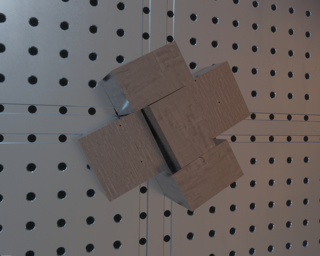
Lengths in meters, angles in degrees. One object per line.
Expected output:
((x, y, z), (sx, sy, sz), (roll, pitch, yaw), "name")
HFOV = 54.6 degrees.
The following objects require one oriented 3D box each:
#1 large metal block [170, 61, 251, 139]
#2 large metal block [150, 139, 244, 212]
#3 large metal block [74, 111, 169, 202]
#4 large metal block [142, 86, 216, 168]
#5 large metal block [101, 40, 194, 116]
((0.063, -0.034, 0.421), (0.080, 0.050, 0.080), (-30, 102, -17), "large metal block")
((0.044, 0.055, 0.399), (0.080, 0.080, 0.050), (-30, 100, -18), "large metal block")
((-0.049, 0.031, 0.382), (0.080, 0.050, 0.080), (-28, 99, -18), "large metal block")
((0.013, -0.001, 0.388), (0.050, 0.080, 0.080), (-30, 100, -17), "large metal block")
((-0.019, -0.057, 0.376), (0.080, 0.080, 0.050), (-30, 100, -17), "large metal block")
